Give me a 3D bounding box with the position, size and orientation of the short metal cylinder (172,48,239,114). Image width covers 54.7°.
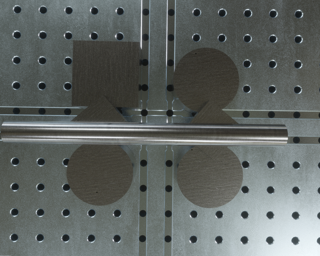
[{"bbox_3d":[0.056,-0.058,0.401,0.081,0.050,0.080,0,90,0],"label":"short metal cylinder"}]

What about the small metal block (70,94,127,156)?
[{"bbox_3d":[-0.068,-0.003,0.363,0.050,0.025,0.050,-40,90,0],"label":"small metal block"}]

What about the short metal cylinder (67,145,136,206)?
[{"bbox_3d":[-0.073,0.054,0.399,0.081,0.050,0.080,0,90,0],"label":"short metal cylinder"}]

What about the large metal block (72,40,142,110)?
[{"bbox_3d":[-0.066,-0.066,0.400,0.081,0.050,0.080,1,90,0],"label":"large metal block"}]

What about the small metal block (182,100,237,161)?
[{"bbox_3d":[0.060,0.003,0.364,0.050,0.025,0.050,40,90,0],"label":"small metal block"}]

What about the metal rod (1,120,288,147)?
[{"bbox_3d":[-0.016,0.006,0.338,0.302,0.025,0.025,1,90,0],"label":"metal rod"}]

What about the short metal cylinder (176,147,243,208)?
[{"bbox_3d":[0.061,0.057,0.401,0.081,0.050,0.080,0,90,0],"label":"short metal cylinder"}]
